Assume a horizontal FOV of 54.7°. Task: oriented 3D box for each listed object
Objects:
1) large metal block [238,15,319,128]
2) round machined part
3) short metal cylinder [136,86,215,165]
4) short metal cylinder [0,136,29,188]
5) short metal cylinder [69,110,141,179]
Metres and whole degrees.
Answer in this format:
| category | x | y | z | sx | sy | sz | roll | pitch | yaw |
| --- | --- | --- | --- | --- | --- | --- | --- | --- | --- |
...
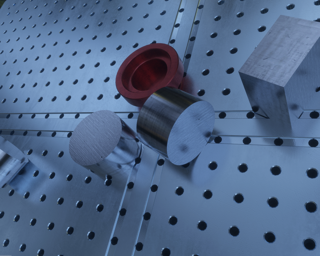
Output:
| category | x | y | z | sx | sy | sz | roll | pitch | yaw |
| --- | --- | --- | --- | --- | --- | --- | --- | --- | --- |
| large metal block | 0.138 | -0.060 | 0.338 | 0.050 | 0.080 | 0.080 | 30 | 79 | 38 |
| round machined part | -0.011 | -0.071 | 0.447 | 0.098 | 0.042 | 0.098 | -13 | 56 | 21 |
| short metal cylinder | 0.019 | -0.003 | 0.365 | 0.050 | 0.080 | 0.080 | 30 | 78 | 37 |
| short metal cylinder | -0.254 | 0.047 | 0.477 | 0.080 | 0.080 | 0.050 | 33 | 81 | 38 |
| short metal cylinder | -0.073 | 0.023 | 0.417 | 0.080 | 0.050 | 0.080 | -13 | 56 | 21 |
